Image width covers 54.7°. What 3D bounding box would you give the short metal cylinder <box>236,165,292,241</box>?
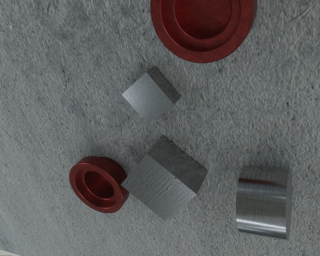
[{"bbox_3d":[0.123,0.084,0.358,0.050,0.080,0.079,1,119,27],"label":"short metal cylinder"}]

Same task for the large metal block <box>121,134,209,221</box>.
[{"bbox_3d":[0.006,0.069,0.429,0.080,0.050,0.080,39,129,1],"label":"large metal block"}]

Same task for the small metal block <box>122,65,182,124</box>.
[{"bbox_3d":[-0.011,-0.041,0.386,0.050,0.025,0.050,49,128,-7],"label":"small metal block"}]

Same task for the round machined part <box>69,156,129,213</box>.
[{"bbox_3d":[-0.092,0.085,0.495,0.098,0.042,0.097,13,124,20],"label":"round machined part"}]

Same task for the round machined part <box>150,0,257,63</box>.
[{"bbox_3d":[0.044,-0.116,0.300,0.098,0.042,0.097,13,124,20],"label":"round machined part"}]
